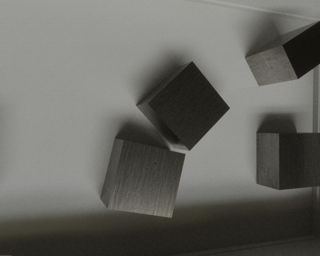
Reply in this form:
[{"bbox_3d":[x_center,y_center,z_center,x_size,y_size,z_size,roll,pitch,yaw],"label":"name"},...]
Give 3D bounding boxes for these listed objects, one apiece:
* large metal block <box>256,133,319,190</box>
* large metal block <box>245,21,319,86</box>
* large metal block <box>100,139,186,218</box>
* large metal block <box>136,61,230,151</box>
[{"bbox_3d":[0.196,0.047,0.472,0.081,0.050,0.079,0,90,-21],"label":"large metal block"},{"bbox_3d":[0.188,-0.107,0.453,0.080,0.080,0.050,-33,101,-17],"label":"large metal block"},{"bbox_3d":[-0.022,0.061,0.390,0.081,0.050,0.080,14,85,-20],"label":"large metal block"},{"bbox_3d":[0.030,-0.028,0.409,0.080,0.050,0.080,-45,105,-15],"label":"large metal block"}]
